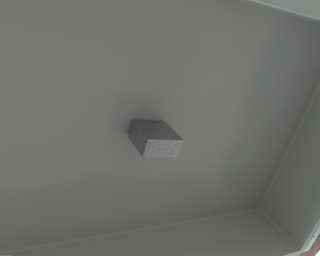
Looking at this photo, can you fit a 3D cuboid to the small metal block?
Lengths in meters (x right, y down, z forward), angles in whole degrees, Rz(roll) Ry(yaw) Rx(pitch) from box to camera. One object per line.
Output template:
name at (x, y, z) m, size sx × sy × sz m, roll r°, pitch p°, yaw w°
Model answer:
small metal block at (-0.006, 0.013, 0.394) m, size 0.050 × 0.050 × 0.025 m, roll 3°, pitch 117°, yaw -30°
